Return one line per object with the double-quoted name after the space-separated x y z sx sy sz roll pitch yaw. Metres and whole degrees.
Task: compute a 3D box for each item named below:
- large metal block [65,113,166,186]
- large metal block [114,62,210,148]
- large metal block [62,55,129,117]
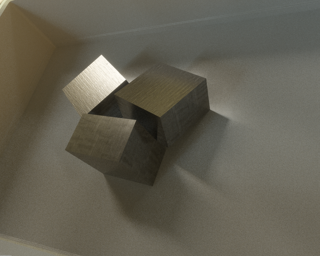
-0.051 0.027 0.379 0.080 0.080 0.050 8 66 31 "large metal block"
0.004 -0.033 0.391 0.080 0.050 0.080 28 58 37 "large metal block"
-0.087 -0.050 0.464 0.080 0.050 0.080 -42 51 -1 "large metal block"
